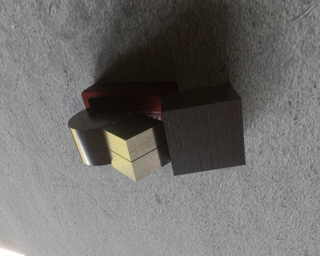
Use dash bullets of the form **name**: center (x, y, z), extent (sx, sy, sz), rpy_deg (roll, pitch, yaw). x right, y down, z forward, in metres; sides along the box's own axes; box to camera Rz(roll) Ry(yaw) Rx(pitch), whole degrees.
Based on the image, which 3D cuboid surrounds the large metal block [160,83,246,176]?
- **large metal block**: center (0.048, 0.001, 0.349), extent (0.080, 0.050, 0.079), rpy_deg (-10, 117, 3)

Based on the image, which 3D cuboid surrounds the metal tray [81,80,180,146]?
- **metal tray**: center (-0.034, -0.014, 0.414), extent (0.130, 0.030, 0.089), rpy_deg (2, 120, 27)

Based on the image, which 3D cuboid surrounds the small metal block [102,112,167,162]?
- **small metal block**: center (-0.028, 0.008, 0.344), extent (0.050, 0.050, 0.025), rpy_deg (21, 130, 49)

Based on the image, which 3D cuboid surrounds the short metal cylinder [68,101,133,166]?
- **short metal cylinder**: center (-0.070, 0.005, 0.396), extent (0.080, 0.080, 0.050), rpy_deg (1, 119, 27)

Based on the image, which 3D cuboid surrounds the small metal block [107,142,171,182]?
- **small metal block**: center (-0.023, 0.031, 0.355), extent (0.050, 0.050, 0.025), rpy_deg (21, 130, 49)
